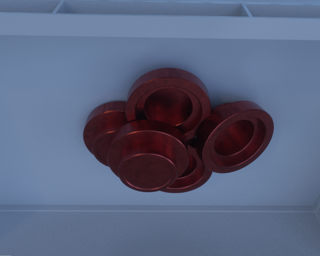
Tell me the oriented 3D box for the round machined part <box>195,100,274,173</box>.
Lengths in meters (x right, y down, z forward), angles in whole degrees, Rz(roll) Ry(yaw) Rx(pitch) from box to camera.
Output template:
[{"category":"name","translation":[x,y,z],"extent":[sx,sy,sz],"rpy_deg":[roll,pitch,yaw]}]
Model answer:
[{"category":"round machined part","translation":[0.088,0.007,0.389],"extent":[0.099,0.042,0.097],"rpy_deg":[-13,129,-16]}]

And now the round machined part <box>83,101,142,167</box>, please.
[{"category":"round machined part","translation":[-0.051,0.016,0.407],"extent":[0.099,0.042,0.097],"rpy_deg":[-1,130,0]}]

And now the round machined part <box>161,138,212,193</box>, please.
[{"category":"round machined part","translation":[0.022,0.045,0.434],"extent":[0.099,0.042,0.097],"rpy_deg":[-1,130,0]}]

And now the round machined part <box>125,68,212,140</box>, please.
[{"category":"round machined part","translation":[0.010,-0.030,0.371],"extent":[0.099,0.042,0.097],"rpy_deg":[-1,130,0]}]

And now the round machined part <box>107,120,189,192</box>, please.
[{"category":"round machined part","translation":[-0.014,0.040,0.373],"extent":[0.099,0.042,0.097],"rpy_deg":[-1,130,0]}]
